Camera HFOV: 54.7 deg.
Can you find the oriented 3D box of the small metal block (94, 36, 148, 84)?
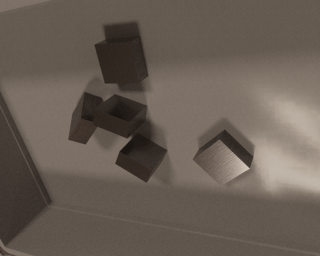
[{"bbox_3d":[-0.047,-0.083,0.381,0.050,0.025,0.050,3,120,26],"label":"small metal block"}]

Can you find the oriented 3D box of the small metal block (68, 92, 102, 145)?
[{"bbox_3d":[-0.105,-0.013,0.434,0.025,0.050,0.050,19,134,-25],"label":"small metal block"}]

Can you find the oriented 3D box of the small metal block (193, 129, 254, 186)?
[{"bbox_3d":[0.079,0.038,0.390,0.050,0.025,0.050,44,129,-3],"label":"small metal block"}]

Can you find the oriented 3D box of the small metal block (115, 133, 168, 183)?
[{"bbox_3d":[-0.025,0.040,0.429,0.050,0.050,0.025,30,128,8],"label":"small metal block"}]

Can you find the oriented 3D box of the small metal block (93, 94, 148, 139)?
[{"bbox_3d":[-0.051,-0.017,0.407,0.050,0.050,0.025,21,125,15],"label":"small metal block"}]
